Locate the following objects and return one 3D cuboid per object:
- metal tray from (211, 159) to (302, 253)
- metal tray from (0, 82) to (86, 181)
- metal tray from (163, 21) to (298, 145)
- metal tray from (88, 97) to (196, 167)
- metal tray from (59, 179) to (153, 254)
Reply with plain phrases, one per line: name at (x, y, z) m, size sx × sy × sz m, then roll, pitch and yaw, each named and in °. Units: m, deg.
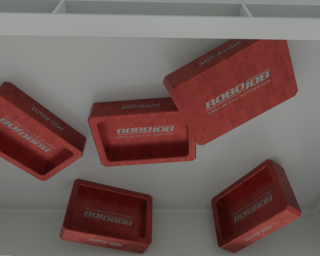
metal tray at (0.138, 0.119, 0.470) m, size 0.030 × 0.090 × 0.129 m, roll 30°, pitch 124°, yaw -23°
metal tray at (-0.177, 0.011, 0.411) m, size 0.090 × 0.030 × 0.130 m, roll -33°, pitch 123°, yaw 24°
metal tray at (0.081, -0.047, 0.346) m, size 0.130 × 0.030 × 0.090 m, roll -29°, pitch 126°, yaw 4°
metal tray at (-0.020, 0.007, 0.411) m, size 0.131 × 0.030 × 0.089 m, roll -4°, pitch 130°, yaw 3°
metal tray at (-0.078, 0.136, 0.481) m, size 0.131 × 0.090 × 0.030 m, roll 16°, pitch 128°, yaw -14°
